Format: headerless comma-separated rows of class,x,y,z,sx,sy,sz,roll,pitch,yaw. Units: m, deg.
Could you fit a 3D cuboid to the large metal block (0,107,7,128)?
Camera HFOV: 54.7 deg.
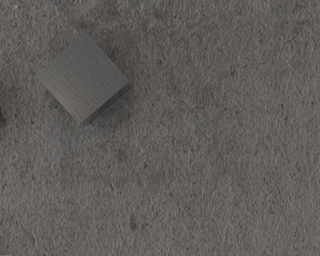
large metal block,-0.259,-0.027,0.395,0.080,0.050,0.080,-20,90,0

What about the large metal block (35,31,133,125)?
large metal block,-0.093,-0.060,0.397,0.080,0.050,0.080,-41,90,0
